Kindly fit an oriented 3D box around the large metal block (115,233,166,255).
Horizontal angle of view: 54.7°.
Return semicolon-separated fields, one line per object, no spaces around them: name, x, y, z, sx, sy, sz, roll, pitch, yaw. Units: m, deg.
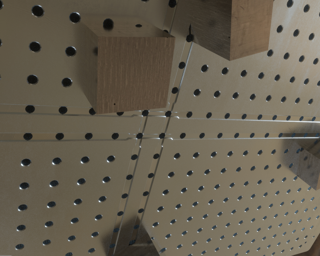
large metal block;-0.029;0.240;0.530;0.080;0.050;0.080;-34;129;-7

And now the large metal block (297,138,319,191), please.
large metal block;0.328;0.066;0.619;0.081;0.050;0.080;-22;127;-16

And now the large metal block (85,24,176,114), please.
large metal block;-0.035;-0.065;0.337;0.081;0.050;0.079;-7;122;-25

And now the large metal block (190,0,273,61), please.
large metal block;0.075;-0.129;0.338;0.050;0.080;0.079;-19;126;-18
